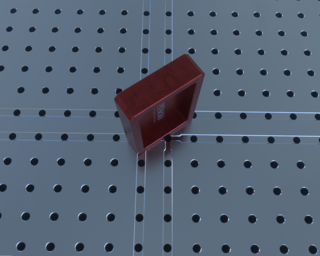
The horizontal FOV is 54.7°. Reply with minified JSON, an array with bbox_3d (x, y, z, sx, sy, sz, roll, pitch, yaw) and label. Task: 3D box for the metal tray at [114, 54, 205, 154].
[{"bbox_3d":[0.000,-0.021,0.363,0.090,0.130,0.030,-33,74,-12],"label":"metal tray"}]
